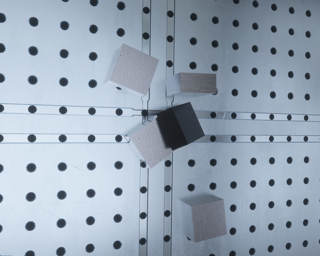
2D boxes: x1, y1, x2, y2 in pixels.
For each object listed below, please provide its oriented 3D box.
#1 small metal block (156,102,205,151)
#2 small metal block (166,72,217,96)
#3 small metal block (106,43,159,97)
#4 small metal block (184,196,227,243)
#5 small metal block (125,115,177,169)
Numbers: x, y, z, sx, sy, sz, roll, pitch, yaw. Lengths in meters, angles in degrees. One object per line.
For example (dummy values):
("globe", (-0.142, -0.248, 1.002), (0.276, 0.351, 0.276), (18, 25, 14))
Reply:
("small metal block", (0.028, -0.003, 0.405), (0.050, 0.025, 0.050), (-21, 87, -56))
("small metal block", (0.040, -0.057, 0.414), (0.050, 0.050, 0.025), (-1, 91, -20))
("small metal block", (-0.035, -0.073, 0.399), (0.050, 0.025, 0.050), (21, 83, -19))
("small metal block", (0.064, 0.127, 0.436), (0.050, 0.025, 0.050), (-7, 92, -20))
("small metal block", (-0.010, 0.018, 0.409), (0.050, 0.025, 0.050), (-36, 102, -16))
